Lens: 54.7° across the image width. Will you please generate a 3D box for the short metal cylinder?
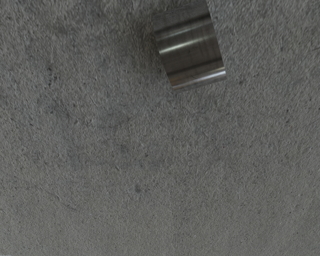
[{"bbox_3d":[0.030,-0.079,0.304,0.050,0.080,0.080,-15,129,12],"label":"short metal cylinder"}]
